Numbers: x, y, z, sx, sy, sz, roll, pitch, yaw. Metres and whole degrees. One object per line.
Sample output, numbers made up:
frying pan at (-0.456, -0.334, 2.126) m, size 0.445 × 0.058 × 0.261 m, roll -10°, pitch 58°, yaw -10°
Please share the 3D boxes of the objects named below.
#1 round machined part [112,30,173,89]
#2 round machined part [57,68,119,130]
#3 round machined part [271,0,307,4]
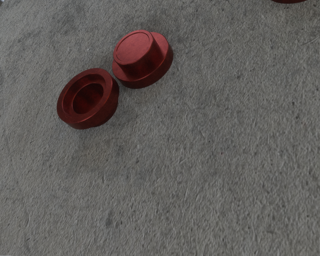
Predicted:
round machined part at (-0.033, -0.112, 0.479) m, size 0.098 × 0.042 × 0.098 m, roll -13°, pitch 56°, yaw 21°
round machined part at (-0.104, -0.040, 0.472) m, size 0.098 × 0.042 × 0.098 m, roll -13°, pitch 56°, yaw 21°
round machined part at (0.191, -0.225, 0.430) m, size 0.098 × 0.042 × 0.098 m, roll -13°, pitch 56°, yaw 21°
